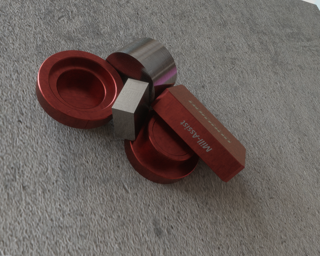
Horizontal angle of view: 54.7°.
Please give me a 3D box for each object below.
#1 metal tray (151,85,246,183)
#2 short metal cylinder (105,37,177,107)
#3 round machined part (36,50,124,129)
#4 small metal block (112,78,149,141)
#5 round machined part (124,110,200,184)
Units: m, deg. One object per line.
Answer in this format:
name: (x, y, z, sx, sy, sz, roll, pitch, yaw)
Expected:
metal tray: (0.055, 0.001, 0.404, 0.130, 0.030, 0.090, 46, 19, 3)
short metal cylinder: (-0.025, -0.070, 0.401, 0.080, 0.080, 0.050, 44, 51, 2)
round machined part: (-0.095, -0.041, 0.369, 0.099, 0.042, 0.098, 14, 56, -21)
small metal block: (-0.033, -0.021, 0.363, 0.025, 0.050, 0.050, 15, 52, 9)
round machined part: (0.008, 0.017, 0.390, 0.099, 0.042, 0.098, 14, 56, -21)
